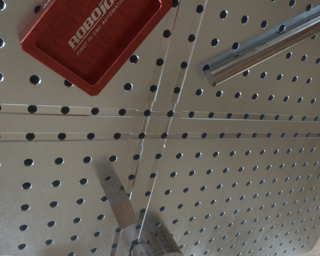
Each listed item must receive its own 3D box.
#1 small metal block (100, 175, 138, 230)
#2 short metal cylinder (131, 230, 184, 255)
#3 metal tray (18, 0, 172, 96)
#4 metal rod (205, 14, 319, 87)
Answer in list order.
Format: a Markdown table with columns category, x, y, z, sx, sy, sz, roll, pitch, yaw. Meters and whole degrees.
| category | x | y | z | sx | sy | sz | roll | pitch | yaw |
| --- | --- | --- | --- | --- | --- | --- | --- | --- | --- |
| small metal block | -0.057 | 0.102 | 0.427 | 0.025 | 0.050 | 0.050 | -23 | 127 | -14 |
| short metal cylinder | -0.004 | 0.223 | 0.531 | 0.081 | 0.050 | 0.079 | -14 | 124 | -21 |
| metal tray | -0.062 | -0.107 | 0.307 | 0.130 | 0.030 | 0.090 | -49 | 129 | 6 |
| metal rod | 0.197 | -0.134 | 0.436 | 0.302 | 0.025 | 0.025 | -28 | 128 | -11 |
